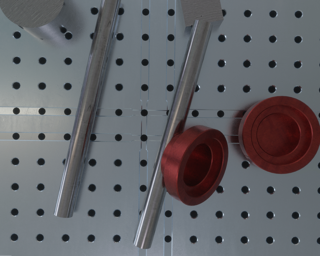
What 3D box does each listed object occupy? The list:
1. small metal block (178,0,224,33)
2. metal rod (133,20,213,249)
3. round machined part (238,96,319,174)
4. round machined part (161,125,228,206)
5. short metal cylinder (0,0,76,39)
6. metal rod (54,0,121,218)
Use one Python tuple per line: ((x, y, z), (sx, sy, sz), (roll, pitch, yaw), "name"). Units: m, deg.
((0.053, -0.160, 0.413), (0.050, 0.025, 0.050), (-11, 90, 0), "small metal block")
((0.015, 0.012, 0.402), (0.025, 0.025, 0.298), (15, 94, 0), "metal rod")
((0.151, 0.009, 0.406), (0.099, 0.042, 0.097), (0, 90, 0), "round machined part")
((0.039, 0.043, 0.388), (0.042, 0.099, 0.098), (19, 90, 43), "round machined part")
((-0.156, -0.161, 0.399), (0.081, 0.050, 0.080), (0, 90, 0), "short metal cylinder")
((-0.096, -0.030, 0.412), (0.025, 0.025, 0.298), (13, 90, 0), "metal rod")
